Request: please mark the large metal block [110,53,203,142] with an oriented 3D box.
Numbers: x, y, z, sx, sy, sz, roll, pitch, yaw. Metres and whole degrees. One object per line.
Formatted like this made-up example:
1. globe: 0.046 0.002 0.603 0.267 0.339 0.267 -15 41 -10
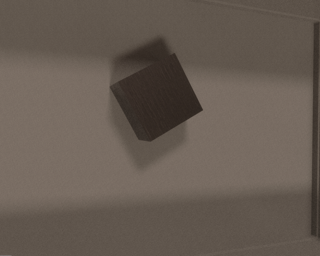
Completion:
1. large metal block: -0.005 -0.038 0.396 0.080 0.050 0.080 -31 101 -18
